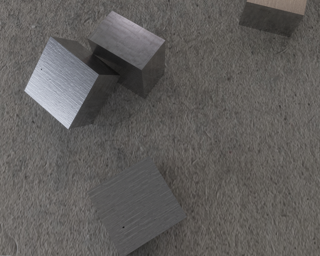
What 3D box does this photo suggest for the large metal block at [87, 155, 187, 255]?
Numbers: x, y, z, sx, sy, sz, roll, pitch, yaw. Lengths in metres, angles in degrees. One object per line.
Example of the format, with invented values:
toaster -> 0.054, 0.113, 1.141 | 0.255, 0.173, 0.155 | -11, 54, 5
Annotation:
large metal block -> -0.026, 0.091, 0.361 | 0.080, 0.050, 0.080 | -29, 73, -10

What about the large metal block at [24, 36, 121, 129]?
large metal block -> -0.111, -0.057, 0.395 | 0.080, 0.050, 0.080 | 39, 110, 13

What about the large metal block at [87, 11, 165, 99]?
large metal block -> -0.041, -0.094, 0.413 | 0.080, 0.080, 0.050 | 32, 73, 11

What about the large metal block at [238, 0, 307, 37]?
large metal block -> 0.172, -0.193, 0.467 | 0.080, 0.050, 0.080 | 16, 71, 6
